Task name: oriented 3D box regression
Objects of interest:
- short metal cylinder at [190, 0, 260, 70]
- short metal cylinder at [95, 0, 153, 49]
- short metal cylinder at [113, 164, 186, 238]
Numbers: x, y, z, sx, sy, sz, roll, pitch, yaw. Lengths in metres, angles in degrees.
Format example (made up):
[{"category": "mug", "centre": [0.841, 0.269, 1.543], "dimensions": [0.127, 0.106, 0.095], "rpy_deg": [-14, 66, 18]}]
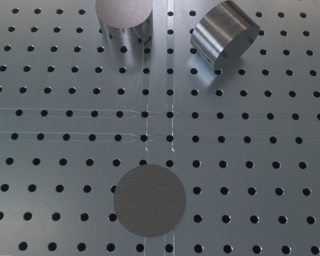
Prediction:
[{"category": "short metal cylinder", "centre": [0.090, -0.127, 0.429], "dimensions": [0.080, 0.080, 0.050], "rpy_deg": [-35, 74, -12]}, {"category": "short metal cylinder", "centre": [-0.051, -0.165, 0.458], "dimensions": [0.081, 0.050, 0.080], "rpy_deg": [0, 70, 0]}, {"category": "short metal cylinder", "centre": [-0.011, 0.087, 0.366], "dimensions": [0.081, 0.050, 0.080], "rpy_deg": [0, 70, 0]}]
